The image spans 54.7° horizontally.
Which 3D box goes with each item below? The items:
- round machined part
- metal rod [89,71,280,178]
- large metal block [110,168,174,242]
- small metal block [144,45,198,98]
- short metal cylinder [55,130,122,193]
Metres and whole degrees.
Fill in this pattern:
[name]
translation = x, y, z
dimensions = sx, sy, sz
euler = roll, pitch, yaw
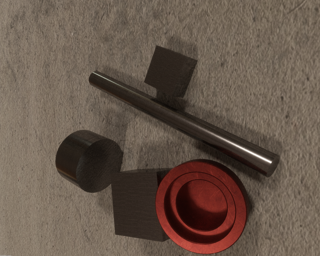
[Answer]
[round machined part]
translation = 0.048, 0.082, 0.341
dimensions = 0.098, 0.042, 0.097
euler = 1, 93, 22
[metal rod]
translation = 0.006, -0.019, 0.397
dimensions = 0.300, 0.025, 0.025
euler = 28, 108, 36
[large metal block]
translation = -0.015, 0.094, 0.399
dimensions = 0.080, 0.050, 0.080
euler = -8, 85, 39
[small metal block]
translation = 0.013, -0.071, 0.393
dimensions = 0.050, 0.025, 0.050
euler = 32, 109, 35
[short metal cylinder]
translation = -0.102, 0.047, 0.451
dimensions = 0.050, 0.081, 0.079
euler = 19, 102, 38
